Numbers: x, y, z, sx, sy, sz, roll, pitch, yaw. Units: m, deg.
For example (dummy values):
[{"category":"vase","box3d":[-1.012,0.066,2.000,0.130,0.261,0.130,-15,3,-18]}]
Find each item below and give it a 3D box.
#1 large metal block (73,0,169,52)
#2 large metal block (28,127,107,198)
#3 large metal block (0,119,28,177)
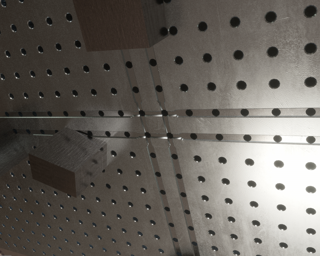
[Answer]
[{"category":"large metal block","box3d":[-0.043,-0.131,0.335,0.080,0.050,0.079,3,120,26]},{"category":"large metal block","box3d":[-0.138,0.050,0.477,0.080,0.080,0.050,19,126,17]},{"category":"large metal block","box3d":[-0.302,0.041,0.556,0.050,0.080,0.080,-7,115,31]}]
